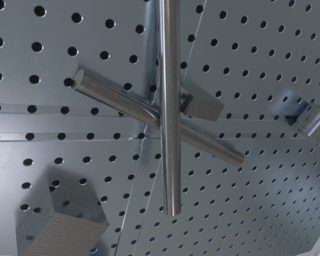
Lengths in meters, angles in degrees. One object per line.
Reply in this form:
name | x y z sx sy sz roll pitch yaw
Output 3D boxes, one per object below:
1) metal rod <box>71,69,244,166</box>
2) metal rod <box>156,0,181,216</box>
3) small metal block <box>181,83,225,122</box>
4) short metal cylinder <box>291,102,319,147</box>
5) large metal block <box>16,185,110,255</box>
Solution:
metal rod | 0.020 0.000 0.422 0.301 0.025 0.025 25 105 -37
metal rod | 0.012 -0.022 0.375 0.025 0.025 0.298 -12 115 -22
small metal block | 0.045 -0.034 0.399 0.050 0.050 0.025 10 113 -33
short metal cylinder | 0.273 0.000 0.525 0.080 0.080 0.050 28 103 -38
large metal block | -0.128 0.132 0.407 0.080 0.050 0.080 30 102 -38
